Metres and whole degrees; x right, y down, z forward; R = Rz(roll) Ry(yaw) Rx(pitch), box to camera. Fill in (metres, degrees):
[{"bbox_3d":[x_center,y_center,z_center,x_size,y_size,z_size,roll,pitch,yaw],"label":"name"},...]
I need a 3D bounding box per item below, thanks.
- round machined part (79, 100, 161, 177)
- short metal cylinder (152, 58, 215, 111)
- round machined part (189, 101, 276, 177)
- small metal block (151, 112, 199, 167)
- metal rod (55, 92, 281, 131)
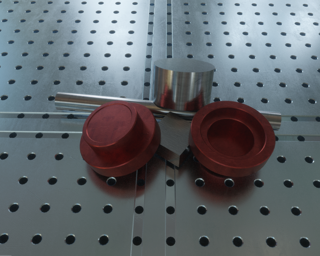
[{"bbox_3d":[-0.052,0.005,0.370,0.098,0.042,0.098,-11,49,14],"label":"round machined part"},{"bbox_3d":[0.031,-0.061,0.419,0.081,0.050,0.080,3,25,-1],"label":"short metal cylinder"},{"bbox_3d":[0.084,0.017,0.375,0.099,0.042,0.098,2,52,-2],"label":"round machined part"},{"bbox_3d":[0.018,0.013,0.391,0.050,0.025,0.050,29,56,22],"label":"small metal block"},{"bbox_3d":[0.008,-0.023,0.422,0.302,0.025,0.025,6,50,4],"label":"metal rod"}]
